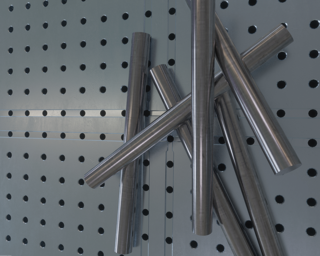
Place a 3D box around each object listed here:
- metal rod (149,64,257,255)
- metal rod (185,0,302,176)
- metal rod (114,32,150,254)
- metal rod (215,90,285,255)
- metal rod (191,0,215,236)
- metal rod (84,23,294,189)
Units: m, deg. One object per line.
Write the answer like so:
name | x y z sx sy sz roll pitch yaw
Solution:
metal rod | 0.058 0.056 0.392 0.025 0.025 0.299 -27 81 18
metal rod | 0.068 -0.089 0.341 0.025 0.025 0.299 -29 63 18
metal rod | -0.038 0.021 0.426 0.025 0.025 0.298 6 92 20
metal rod | 0.112 0.079 0.373 0.025 0.025 0.299 -19 84 19
metal rod | 0.047 -0.020 0.345 0.025 0.025 0.298 3 104 20
metal rod | 0.022 -0.016 0.377 0.300 0.025 0.025 -37 78 15
